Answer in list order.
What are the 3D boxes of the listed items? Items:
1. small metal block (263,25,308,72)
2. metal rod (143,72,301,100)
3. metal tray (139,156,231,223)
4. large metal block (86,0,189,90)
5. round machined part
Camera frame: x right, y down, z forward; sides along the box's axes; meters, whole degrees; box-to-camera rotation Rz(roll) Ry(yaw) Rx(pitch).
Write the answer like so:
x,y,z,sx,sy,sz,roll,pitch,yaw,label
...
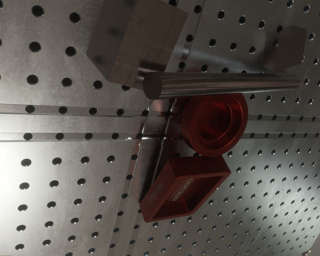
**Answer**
x,y,z,sx,sy,sz,roll,pitch,yaw,label
0.177,-0.113,0.441,0.050,0.025,0.050,-19,126,-18,small metal block
0.100,-0.055,0.379,0.302,0.025,0.025,-9,124,-44,metal rod
0.034,0.091,0.456,0.091,0.030,0.129,-1,139,-29,metal tray
-0.027,-0.091,0.306,0.050,0.080,0.079,11,113,-33,large metal block
0.070,-0.013,0.426,0.099,0.042,0.097,-12,114,-27,round machined part
